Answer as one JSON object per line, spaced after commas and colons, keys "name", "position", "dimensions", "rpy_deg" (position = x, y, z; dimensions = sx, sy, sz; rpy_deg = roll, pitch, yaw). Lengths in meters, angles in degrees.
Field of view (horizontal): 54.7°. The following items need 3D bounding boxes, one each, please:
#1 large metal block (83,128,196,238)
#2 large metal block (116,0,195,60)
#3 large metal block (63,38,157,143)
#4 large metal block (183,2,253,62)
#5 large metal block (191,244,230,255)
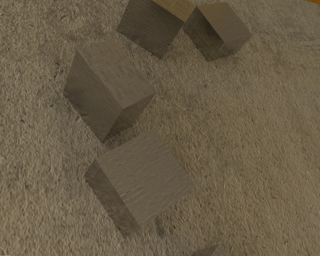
{"name": "large metal block", "position": [-0.023, 0.059, 0.340], "dimensions": [0.081, 0.050, 0.080], "rpy_deg": [-28, 77, -37]}
{"name": "large metal block", "position": [-0.008, -0.164, 0.464], "dimensions": [0.080, 0.080, 0.050], "rpy_deg": [32, 52, -8]}
{"name": "large metal block", "position": [-0.061, -0.042, 0.361], "dimensions": [0.050, 0.080, 0.080], "rpy_deg": [-32, 80, -38]}
{"name": "large metal block", "position": [0.101, -0.170, 0.546], "dimensions": [0.081, 0.050, 0.080], "rpy_deg": [-23, 75, -36]}
{"name": "large metal block", "position": [0.052, 0.179, 0.307], "dimensions": [0.080, 0.050, 0.080], "rpy_deg": [47, 51, 5]}
